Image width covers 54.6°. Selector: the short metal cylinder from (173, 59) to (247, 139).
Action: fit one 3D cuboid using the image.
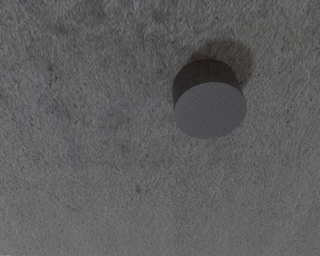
[{"bbox_3d":[0.056,-0.033,0.363,0.080,0.050,0.080,0,130,0],"label":"short metal cylinder"}]
